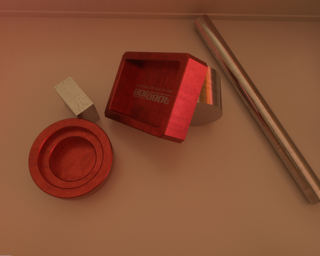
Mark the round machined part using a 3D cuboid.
[{"bbox_3d":[-0.106,0.040,0.385,0.099,0.042,0.098,0,70,-1],"label":"round machined part"}]

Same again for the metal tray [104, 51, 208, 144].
[{"bbox_3d":[-0.011,-0.041,0.365,0.030,0.130,0.090,17,91,-39],"label":"metal tray"}]

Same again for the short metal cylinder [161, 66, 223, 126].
[{"bbox_3d":[0.038,-0.039,0.395,0.081,0.080,0.050,0,70,0],"label":"short metal cylinder"}]

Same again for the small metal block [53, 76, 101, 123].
[{"bbox_3d":[-0.108,-0.032,0.407,0.025,0.050,0.050,-39,75,-13],"label":"small metal block"}]

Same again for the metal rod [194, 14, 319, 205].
[{"bbox_3d":[0.129,-0.037,0.424,0.025,0.025,0.299,-25,72,-9],"label":"metal rod"}]
